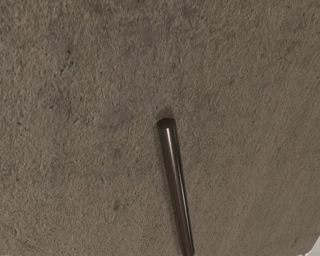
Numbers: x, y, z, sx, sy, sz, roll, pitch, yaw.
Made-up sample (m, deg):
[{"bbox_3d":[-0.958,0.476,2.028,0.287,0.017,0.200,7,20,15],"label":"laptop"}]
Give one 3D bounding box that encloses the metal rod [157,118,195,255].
[{"bbox_3d":[0.031,0.113,0.495,0.025,0.025,0.298,-22,127,-16],"label":"metal rod"}]
